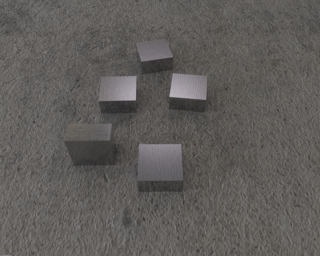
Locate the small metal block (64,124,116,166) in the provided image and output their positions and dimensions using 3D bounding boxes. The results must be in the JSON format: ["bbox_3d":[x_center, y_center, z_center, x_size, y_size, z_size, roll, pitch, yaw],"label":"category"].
[{"bbox_3d":[-0.081,0.021,0.369,0.050,0.050,0.025,-1,50,-1],"label":"small metal block"}]

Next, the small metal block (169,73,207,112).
[{"bbox_3d":[0.041,-0.051,0.446,0.050,0.025,0.050,5,50,4],"label":"small metal block"}]

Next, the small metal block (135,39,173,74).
[{"bbox_3d":[-0.010,-0.116,0.500,0.050,0.025,0.050,-10,51,-9],"label":"small metal block"}]

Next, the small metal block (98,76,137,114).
[{"bbox_3d":[-0.058,-0.048,0.443,0.050,0.025,0.050,-1,50,-1],"label":"small metal block"}]

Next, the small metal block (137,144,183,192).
[{"bbox_3d":[0.000,0.046,0.364,0.050,0.025,0.050,0,50,0],"label":"small metal block"}]
